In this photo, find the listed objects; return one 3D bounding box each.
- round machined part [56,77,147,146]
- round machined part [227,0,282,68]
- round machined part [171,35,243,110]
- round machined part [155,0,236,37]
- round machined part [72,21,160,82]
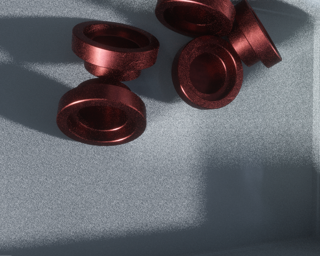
[{"bbox_3d":[-0.065,-0.021,0.356,0.099,0.097,0.042,10,56,-20],"label":"round machined part"},{"bbox_3d":[0.125,-0.124,0.431,0.042,0.098,0.098,-31,104,27],"label":"round machined part"},{"bbox_3d":[0.061,-0.073,0.425,0.099,0.042,0.097,0,90,-21],"label":"round machined part"},{"bbox_3d":[0.046,-0.153,0.390,0.099,0.098,0.042,16,85,-20],"label":"round machined part"},{"bbox_3d":[-0.053,-0.088,0.363,0.099,0.098,0.042,0,126,-20],"label":"round machined part"}]
